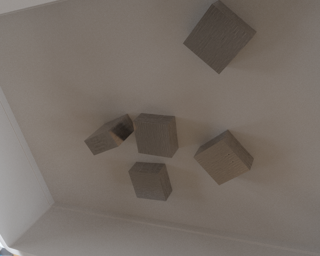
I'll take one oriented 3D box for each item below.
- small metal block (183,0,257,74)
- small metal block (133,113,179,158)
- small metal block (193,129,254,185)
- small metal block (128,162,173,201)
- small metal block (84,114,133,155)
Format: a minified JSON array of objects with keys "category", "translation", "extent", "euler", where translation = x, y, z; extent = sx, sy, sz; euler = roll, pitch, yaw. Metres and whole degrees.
[{"category":"small metal block","translation":[0.061,-0.093,0.319],"extent":[0.050,0.025,0.050],"euler":[41,129,0]},{"category":"small metal block","translation":[-0.005,0.010,0.417],"extent":[0.050,0.025,0.050],"euler":[6,121,25]},{"category":"small metal block","translation":[0.080,0.038,0.390],"extent":[0.050,0.025,0.050],"euler":[48,129,-6]},{"category":"small metal block","translation":[-0.014,0.080,0.465],"extent":[0.050,0.025,0.050],"euler":[0,119,28]},{"category":"small metal block","translation":[-0.069,0.009,0.435],"extent":[0.050,0.050,0.025],"euler":[-21,107,36]}]
